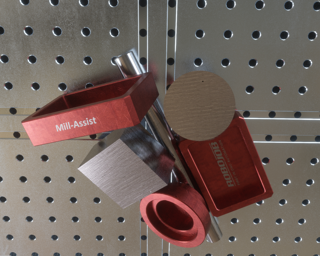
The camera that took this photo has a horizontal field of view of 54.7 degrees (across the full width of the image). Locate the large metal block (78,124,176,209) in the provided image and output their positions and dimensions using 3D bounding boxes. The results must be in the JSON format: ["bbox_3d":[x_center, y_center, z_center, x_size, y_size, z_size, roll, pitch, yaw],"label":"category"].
[{"bbox_3d":[-0.041,0.045,0.393,0.080,0.050,0.080,-34,108,30],"label":"large metal block"}]

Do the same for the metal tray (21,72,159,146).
[{"bbox_3d":[-0.075,-0.023,0.350,0.130,0.090,0.030,-11,112,19],"label":"metal tray"}]

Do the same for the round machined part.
[{"bbox_3d":[0.025,0.114,0.427,0.098,0.042,0.097,17,129,23],"label":"round machined part"}]

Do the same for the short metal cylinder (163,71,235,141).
[{"bbox_3d":[0.048,-0.024,0.372,0.080,0.050,0.080,-1,86,11],"label":"short metal cylinder"}]

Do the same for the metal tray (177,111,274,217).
[{"bbox_3d":[0.090,0.051,0.427,0.090,0.030,0.129,-24,109,8],"label":"metal tray"}]

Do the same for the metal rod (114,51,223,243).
[{"bbox_3d":[0.019,0.038,0.423,0.025,0.025,0.299,-24,109,8],"label":"metal rod"}]
